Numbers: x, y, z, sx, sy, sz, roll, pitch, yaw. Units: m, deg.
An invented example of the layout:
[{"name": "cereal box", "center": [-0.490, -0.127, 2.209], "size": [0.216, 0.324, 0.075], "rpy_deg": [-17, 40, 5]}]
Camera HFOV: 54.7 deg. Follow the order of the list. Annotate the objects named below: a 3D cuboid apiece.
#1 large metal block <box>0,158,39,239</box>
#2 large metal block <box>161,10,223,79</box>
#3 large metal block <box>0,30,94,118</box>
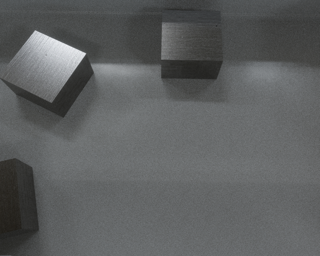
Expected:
[{"name": "large metal block", "center": [-0.196, 0.088, 0.363], "size": [0.081, 0.050, 0.080], "rpy_deg": [-13, 71, -5]}, {"name": "large metal block", "center": [0.043, -0.117, 0.439], "size": [0.080, 0.050, 0.080], "rpy_deg": [1, 70, 0]}, {"name": "large metal block", "center": [-0.150, -0.073, 0.422], "size": [0.080, 0.050, 0.080], "rpy_deg": [26, 72, 9]}]
